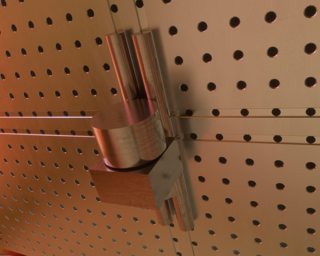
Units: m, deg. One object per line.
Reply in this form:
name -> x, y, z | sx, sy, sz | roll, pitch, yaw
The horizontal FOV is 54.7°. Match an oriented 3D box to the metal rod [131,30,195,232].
metal rod -> 0.010, 0.022, 0.419 | 0.025, 0.025, 0.298 | 1, 119, 27

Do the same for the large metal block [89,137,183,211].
large metal block -> -0.026, 0.052, 0.388 | 0.080, 0.080, 0.050 | 1, 119, 27

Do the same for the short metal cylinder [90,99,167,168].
short metal cylinder -> -0.036, 0.004, 0.368 | 0.080, 0.080, 0.050 | 1, 119, 27

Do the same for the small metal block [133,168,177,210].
small metal block -> -0.011, 0.077, 0.418 | 0.050, 0.050, 0.025 | -19, 116, -13

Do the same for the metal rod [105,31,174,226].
metal rod -> -0.022, 0.018, 0.434 | 0.025, 0.025, 0.298 | 1, 119, 27
